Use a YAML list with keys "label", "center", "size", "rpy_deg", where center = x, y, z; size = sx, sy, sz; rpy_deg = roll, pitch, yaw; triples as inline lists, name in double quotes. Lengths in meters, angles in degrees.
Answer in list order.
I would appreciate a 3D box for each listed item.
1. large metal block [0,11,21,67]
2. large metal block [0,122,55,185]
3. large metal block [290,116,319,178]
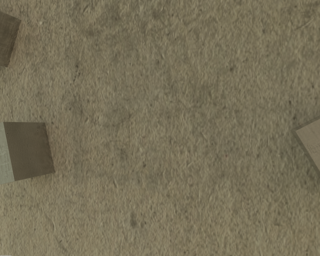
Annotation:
- label: "large metal block"
  center: [-0.281, -0.150, 0.492]
  size: [0.080, 0.050, 0.080]
  rpy_deg: [21, 97, 18]
- label: "large metal block"
  center: [-0.207, 0.036, 0.451]
  size: [0.050, 0.080, 0.080]
  rpy_deg: [-15, 85, 19]
- label: "large metal block"
  center: [0.181, 0.025, 0.316]
  size: [0.050, 0.080, 0.080]
  rpy_deg: [-31, 80, 17]
